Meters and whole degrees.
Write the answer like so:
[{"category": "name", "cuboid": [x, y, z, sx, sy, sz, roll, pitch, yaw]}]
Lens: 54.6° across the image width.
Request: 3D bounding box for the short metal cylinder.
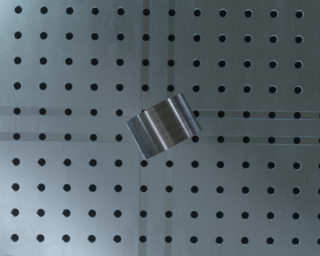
[{"category": "short metal cylinder", "cuboid": [0.005, -0.002, 0.385, 0.080, 0.080, 0.050, -28, 89, 0]}]
